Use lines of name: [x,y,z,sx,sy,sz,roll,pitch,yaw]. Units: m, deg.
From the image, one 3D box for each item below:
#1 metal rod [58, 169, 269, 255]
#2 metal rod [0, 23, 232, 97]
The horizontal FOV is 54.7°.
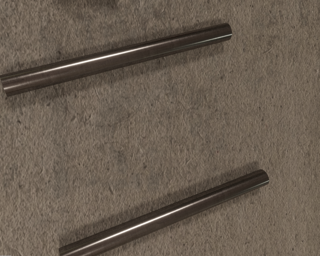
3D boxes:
metal rod: [0.020,0.114,0.417,0.302,0.025,0.025,-16,96,-20]
metal rod: [-0.039,-0.093,0.395,0.302,0.025,0.025,-19,97,-19]
